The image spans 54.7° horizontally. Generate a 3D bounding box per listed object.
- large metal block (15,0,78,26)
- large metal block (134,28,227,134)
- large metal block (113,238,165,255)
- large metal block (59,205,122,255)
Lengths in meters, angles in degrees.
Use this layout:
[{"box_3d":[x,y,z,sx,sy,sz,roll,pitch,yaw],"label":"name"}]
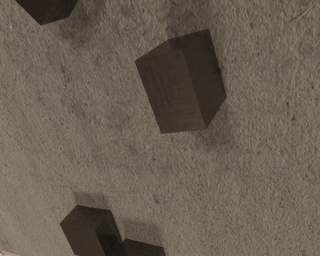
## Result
[{"box_3d":[-0.132,-0.178,0.348,0.080,0.050,0.080,45,129,-4],"label":"large metal block"},{"box_3d":[0.027,-0.050,0.325,0.050,0.080,0.080,-6,115,31],"label":"large metal block"},{"box_3d":[-0.042,0.251,0.547,0.080,0.080,0.050,3,120,26],"label":"large metal block"},{"box_3d":[-0.126,0.196,0.576,0.080,0.050,0.080,0,119,28],"label":"large metal block"}]
